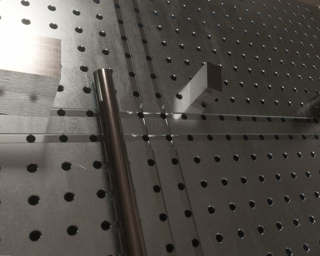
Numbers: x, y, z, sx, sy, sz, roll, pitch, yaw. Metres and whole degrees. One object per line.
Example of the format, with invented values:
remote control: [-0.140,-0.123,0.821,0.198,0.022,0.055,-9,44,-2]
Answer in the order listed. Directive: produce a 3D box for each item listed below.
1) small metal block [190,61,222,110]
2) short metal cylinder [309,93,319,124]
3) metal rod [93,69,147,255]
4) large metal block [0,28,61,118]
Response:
small metal block: [0.069,-0.063,0.470,0.025,0.050,0.050,18,55,-19]
short metal cylinder: [0.343,-0.040,0.605,0.081,0.050,0.080,14,56,-21]
metal rod: [-0.043,0.061,0.348,0.025,0.025,0.299,0,62,-29]
large metal block: [-0.153,-0.055,0.325,0.081,0.080,0.050,5,60,-26]
